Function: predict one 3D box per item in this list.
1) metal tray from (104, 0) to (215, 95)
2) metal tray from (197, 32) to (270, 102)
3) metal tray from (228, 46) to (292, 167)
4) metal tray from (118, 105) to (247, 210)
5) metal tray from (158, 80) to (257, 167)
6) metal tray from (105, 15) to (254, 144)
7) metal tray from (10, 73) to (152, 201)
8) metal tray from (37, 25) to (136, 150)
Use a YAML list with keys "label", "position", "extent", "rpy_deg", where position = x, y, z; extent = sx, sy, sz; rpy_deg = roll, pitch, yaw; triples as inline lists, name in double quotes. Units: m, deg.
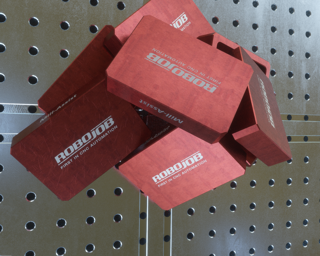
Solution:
- label: "metal tray"
  position: [0.005, -0.114, 0.391]
  extent: [0.090, 0.030, 0.130]
  rpy_deg: [49, 61, -15]
- label: "metal tray"
  position: [0.097, -0.063, 0.422]
  extent: [0.131, 0.030, 0.090]
  rpy_deg: [12, 85, -40]
- label: "metal tray"
  position: [0.118, -0.028, 0.386]
  extent: [0.090, 0.030, 0.130]
  rpy_deg: [33, 43, -38]
- label: "metal tray"
  position: [0.024, 0.041, 0.372]
  extent: [0.090, 0.130, 0.030]
  rpy_deg: [45, 34, -16]
- label: "metal tray"
  position: [0.062, -0.008, 0.401]
  extent: [0.130, 0.090, 0.030]
  rpy_deg: [46, 76, -14]
- label: "metal tray"
  position: [0.021, -0.052, 0.324]
  extent: [0.130, 0.030, 0.090]
  rpy_deg: [27, 66, 2]
- label: "metal tray"
  position: [-0.086, 0.011, 0.354]
  extent: [0.130, 0.030, 0.090]
  rpy_deg: [-38, 118, -5]
- label: "metal tray"
  position: [-0.072, -0.049, 0.382]
  extent: [0.090, 0.030, 0.130]
  rpy_deg: [41, 77, -16]
